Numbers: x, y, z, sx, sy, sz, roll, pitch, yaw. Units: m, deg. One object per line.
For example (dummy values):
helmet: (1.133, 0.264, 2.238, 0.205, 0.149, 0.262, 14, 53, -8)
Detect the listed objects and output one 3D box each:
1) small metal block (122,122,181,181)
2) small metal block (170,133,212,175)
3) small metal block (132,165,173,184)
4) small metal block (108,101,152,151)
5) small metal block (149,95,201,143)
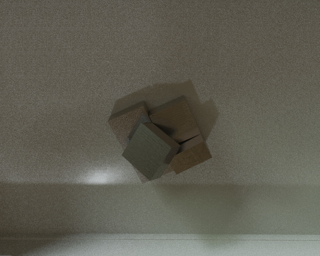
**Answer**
small metal block: (-0.011, 0.028, 0.380, 0.050, 0.025, 0.050, 39, 108, 22)
small metal block: (0.036, 0.029, 0.407, 0.050, 0.050, 0.025, -27, 108, 8)
small metal block: (-0.012, 0.041, 0.425, 0.050, 0.025, 0.050, -24, 109, 8)
small metal block: (-0.033, -0.001, 0.409, 0.050, 0.025, 0.050, -24, 109, 8)
small metal block: (0.020, -0.008, 0.407, 0.050, 0.025, 0.050, -24, 109, 8)
